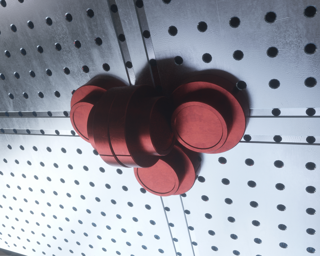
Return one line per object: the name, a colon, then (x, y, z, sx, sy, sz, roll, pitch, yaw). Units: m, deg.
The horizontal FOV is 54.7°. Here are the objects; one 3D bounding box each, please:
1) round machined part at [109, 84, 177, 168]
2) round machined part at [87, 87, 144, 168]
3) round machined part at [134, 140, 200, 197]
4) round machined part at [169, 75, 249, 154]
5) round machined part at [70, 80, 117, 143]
round machined part: (-0.013, -0.002, 0.361, 0.042, 0.098, 0.097, -1, 118, 28)
round machined part: (-0.052, -0.001, 0.381, 0.042, 0.098, 0.097, 1, 119, 27)
round machined part: (0.003, 0.056, 0.432, 0.098, 0.042, 0.097, 13, 124, 20)
round machined part: (0.051, -0.010, 0.365, 0.098, 0.042, 0.097, 13, 124, 20)
round machined part: (-0.086, -0.015, 0.434, 0.098, 0.042, 0.097, 13, 124, 20)
